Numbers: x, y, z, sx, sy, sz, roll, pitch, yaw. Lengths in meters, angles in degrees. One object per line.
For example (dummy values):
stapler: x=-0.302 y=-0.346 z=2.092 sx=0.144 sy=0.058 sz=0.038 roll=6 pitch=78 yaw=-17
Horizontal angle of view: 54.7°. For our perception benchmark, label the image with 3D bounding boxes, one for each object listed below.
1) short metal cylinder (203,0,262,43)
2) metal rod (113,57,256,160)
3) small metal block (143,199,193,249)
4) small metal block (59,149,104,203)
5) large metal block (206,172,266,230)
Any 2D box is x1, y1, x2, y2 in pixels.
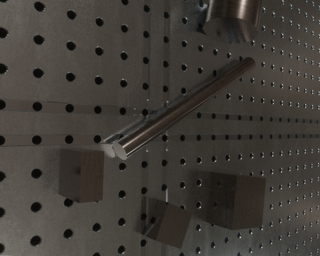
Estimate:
short metal cylinder: x=0.110 y=-0.169 z=0.468 sx=0.080 sy=0.080 sz=0.050 roll=18 pitch=79 yaw=-39
metal rod: x=0.054 y=-0.042 z=0.456 sx=0.302 sy=0.025 sz=0.025 roll=-34 pitch=112 yaw=-35
small metal block: x=0.012 y=0.131 z=0.422 sx=0.050 sy=0.025 sz=0.050 roll=33 pitch=69 yaw=-35
small metal block: x=-0.083 y=0.048 z=0.325 sx=0.025 sy=0.050 sz=0.050 roll=3 pitch=88 yaw=-40
large metal block: x=0.124 y=0.116 z=0.500 sx=0.081 sy=0.050 sz=0.080 roll=11 pitch=83 yaw=-40
